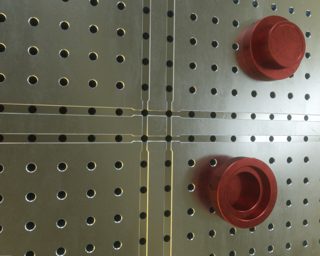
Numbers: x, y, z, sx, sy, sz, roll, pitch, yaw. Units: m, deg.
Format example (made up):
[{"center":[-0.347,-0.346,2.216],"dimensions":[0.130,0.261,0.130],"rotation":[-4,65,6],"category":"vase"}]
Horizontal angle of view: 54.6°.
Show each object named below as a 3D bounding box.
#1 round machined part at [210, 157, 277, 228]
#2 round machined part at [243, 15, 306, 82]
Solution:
[{"center":[0.115,0.089,0.446],"dimensions":[0.099,0.042,0.097],"rotation":[0,90,-20],"category":"round machined part"},{"center":[0.178,-0.122,0.469],"dimensions":[0.099,0.042,0.097],"rotation":[0,90,-20],"category":"round machined part"}]
